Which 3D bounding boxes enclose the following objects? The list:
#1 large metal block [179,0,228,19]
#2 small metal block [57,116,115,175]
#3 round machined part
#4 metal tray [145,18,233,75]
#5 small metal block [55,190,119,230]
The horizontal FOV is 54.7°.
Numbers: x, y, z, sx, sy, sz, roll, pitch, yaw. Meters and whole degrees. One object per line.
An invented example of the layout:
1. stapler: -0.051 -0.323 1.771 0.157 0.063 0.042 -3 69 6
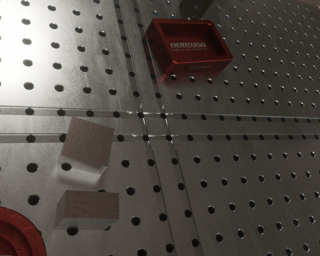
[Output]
1. large metal block: 0.094 -0.250 0.578 0.050 0.080 0.080 48 51 5
2. small metal block: -0.083 0.020 0.352 0.050 0.025 0.050 18 55 -19
3. round machined part: -0.146 0.116 0.248 0.099 0.042 0.098 14 56 -21
4. metal tray: 0.051 -0.138 0.518 0.131 0.030 0.090 -12 68 -33
5. small metal block: -0.072 0.082 0.304 0.050 0.050 0.025 9 58 -24
